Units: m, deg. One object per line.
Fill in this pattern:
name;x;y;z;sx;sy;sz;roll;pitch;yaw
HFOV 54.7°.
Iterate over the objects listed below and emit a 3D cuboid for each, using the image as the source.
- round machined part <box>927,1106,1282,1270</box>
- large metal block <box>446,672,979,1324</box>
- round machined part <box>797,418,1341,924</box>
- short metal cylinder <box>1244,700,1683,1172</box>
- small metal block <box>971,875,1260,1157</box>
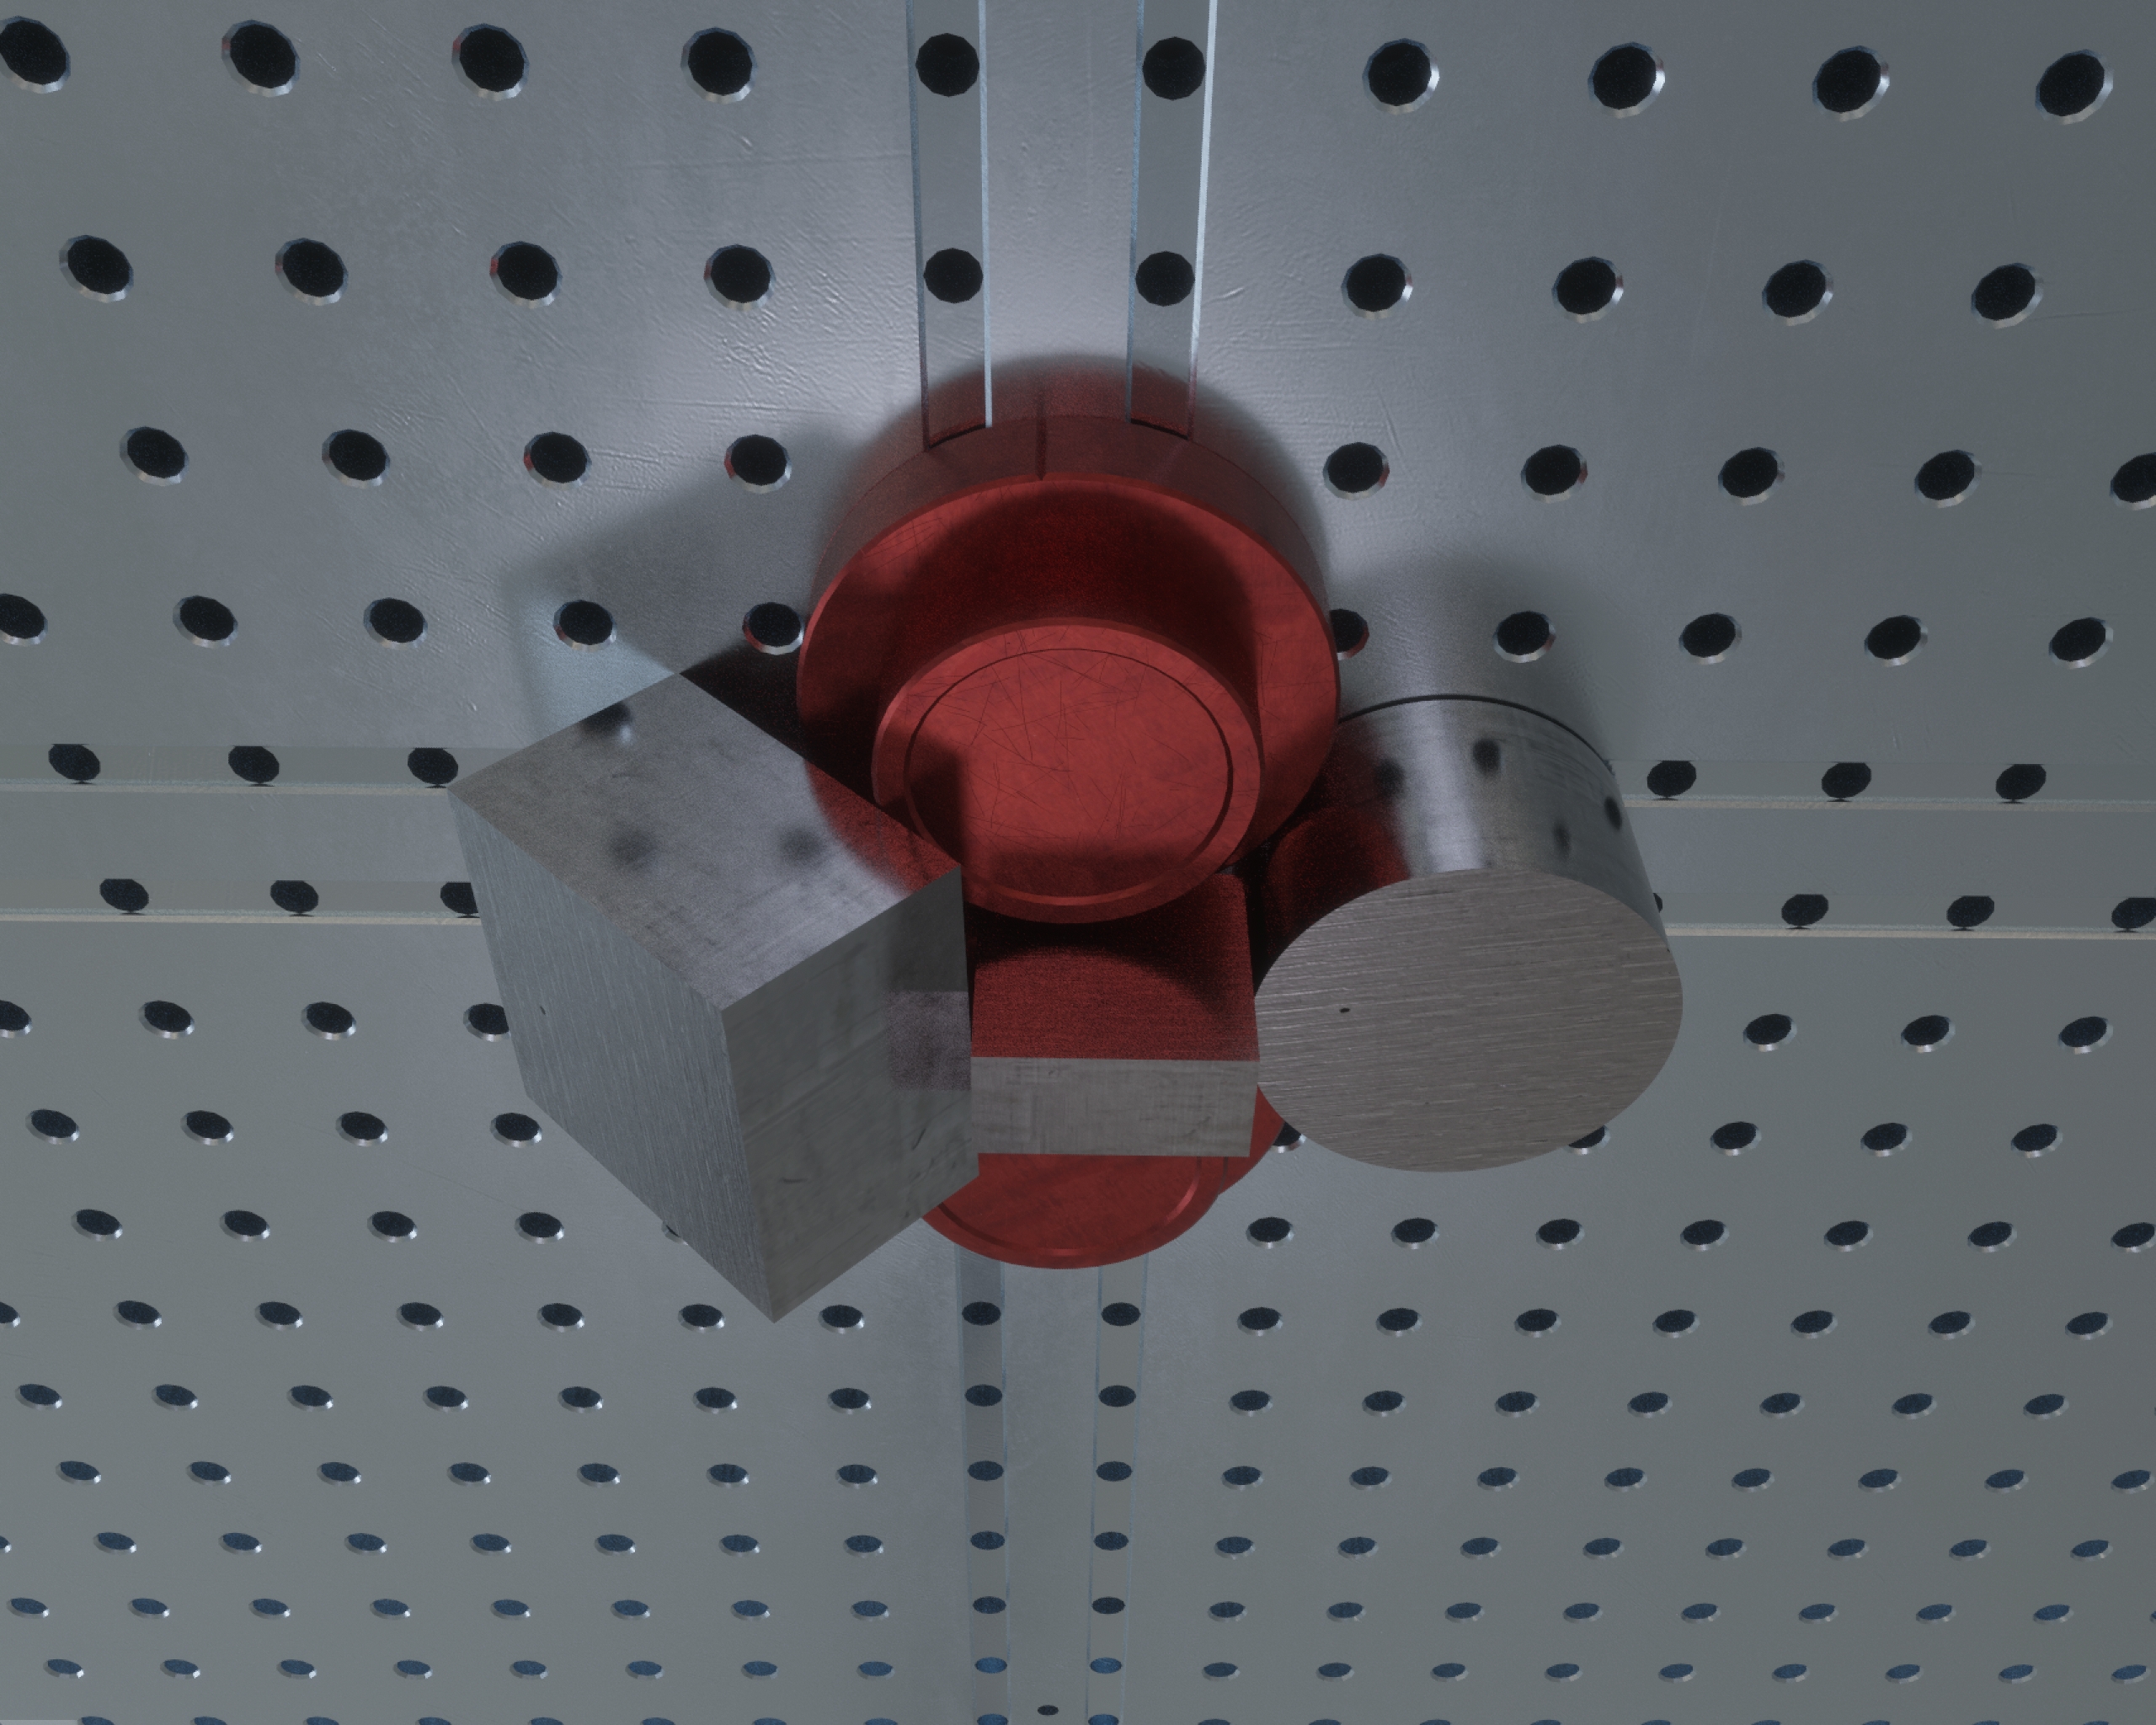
round machined part;-0.003;0.049;0.442;0.099;0.042;0.097;0;130;0
large metal block;-0.066;0.024;0.387;0.050;0.080;0.079;-33;140;-32
round machined part;-0.002;-0.027;0.377;0.099;0.042;0.097;0;130;0
short metal cylinder;0.072;0.015;0.407;0.081;0.050;0.079;0;130;0
small metal block;0.006;0.027;0.390;0.050;0.050;0.025;1;130;-1
